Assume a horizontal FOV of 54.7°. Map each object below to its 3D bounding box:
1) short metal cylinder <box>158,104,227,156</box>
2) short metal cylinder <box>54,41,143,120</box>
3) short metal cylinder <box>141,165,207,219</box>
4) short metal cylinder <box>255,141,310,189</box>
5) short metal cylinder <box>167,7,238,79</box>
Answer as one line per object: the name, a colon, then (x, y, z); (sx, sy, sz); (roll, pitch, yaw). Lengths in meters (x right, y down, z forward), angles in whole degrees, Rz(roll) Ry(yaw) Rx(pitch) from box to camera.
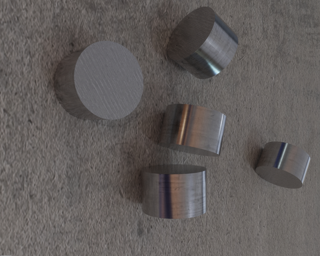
short metal cylinder: (0.043, 0.005, 0.404); (0.080, 0.080, 0.050); (19, 78, -39)
short metal cylinder: (-0.065, -0.048, 0.333); (0.081, 0.050, 0.080); (0, 90, -40)
short metal cylinder: (0.018, 0.075, 0.384); (0.081, 0.080, 0.050); (-2, 91, -40)
short metal cylinder: (0.218, 0.067, 0.552); (0.080, 0.080, 0.050); (42, 65, -32)
short metal cylinder: (0.056, -0.113, 0.415); (0.050, 0.080, 0.080); (30, 71, -36)
